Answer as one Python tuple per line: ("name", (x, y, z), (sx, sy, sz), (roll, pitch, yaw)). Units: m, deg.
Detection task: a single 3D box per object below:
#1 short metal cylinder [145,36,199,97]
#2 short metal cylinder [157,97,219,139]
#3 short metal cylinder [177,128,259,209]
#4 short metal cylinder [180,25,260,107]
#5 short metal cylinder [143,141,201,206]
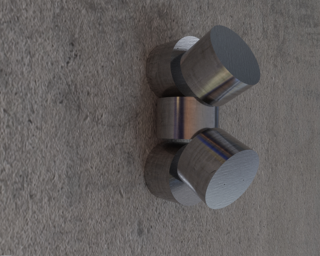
("short metal cylinder", (0.027, -0.077, 0.413), (0.081, 0.050, 0.080), (0, 90, -40))
("short metal cylinder", (0.036, -0.011, 0.401), (0.081, 0.080, 0.050), (2, 89, -40))
("short metal cylinder", (0.068, 0.046, 0.360), (0.081, 0.050, 0.079), (-21, 129, -27))
("short metal cylinder", (0.071, -0.072, 0.365), (0.080, 0.050, 0.080), (21, 52, -30))
("short metal cylinder", (0.025, 0.058, 0.411), (0.081, 0.050, 0.080), (0, 90, -40))
